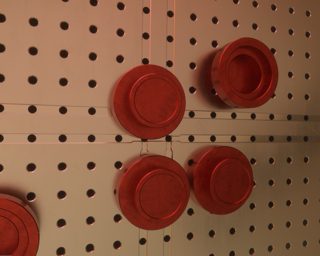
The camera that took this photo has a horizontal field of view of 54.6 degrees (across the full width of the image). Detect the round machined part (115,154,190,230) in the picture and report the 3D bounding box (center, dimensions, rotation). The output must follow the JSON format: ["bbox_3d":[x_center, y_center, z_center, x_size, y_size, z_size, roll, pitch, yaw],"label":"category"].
[{"bbox_3d":[-0.005,0.084,0.402,0.099,0.042,0.097,0,90,-20],"label":"round machined part"}]

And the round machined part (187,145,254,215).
[{"bbox_3d":[0.091,0.074,0.437,0.099,0.042,0.097,0,90,-20],"label":"round machined part"}]

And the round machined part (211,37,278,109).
[{"bbox_3d":[0.117,-0.076,0.446,0.099,0.042,0.097,0,90,-20],"label":"round machined part"}]

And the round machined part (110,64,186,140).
[{"bbox_3d":[-0.011,-0.034,0.399,0.099,0.042,0.097,0,90,-20],"label":"round machined part"}]

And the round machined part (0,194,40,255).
[{"bbox_3d":[-0.183,0.119,0.336,0.099,0.042,0.097,0,90,-20],"label":"round machined part"}]
